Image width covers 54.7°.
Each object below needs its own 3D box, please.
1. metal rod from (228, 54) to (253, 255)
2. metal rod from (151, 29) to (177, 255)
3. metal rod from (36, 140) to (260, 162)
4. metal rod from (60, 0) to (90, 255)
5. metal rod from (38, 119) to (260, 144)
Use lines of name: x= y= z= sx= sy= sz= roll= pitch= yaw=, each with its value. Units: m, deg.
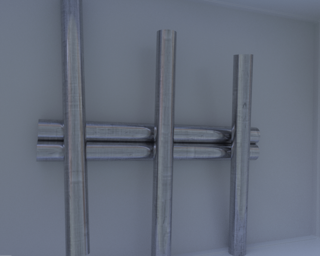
metal rod: x=0.110 y=0.052 z=0.428 sx=0.025 sy=0.025 sz=0.298 roll=-4 pitch=100 yaw=-20
metal rod: x=0.005 y=0.030 z=0.386 sx=0.025 sy=0.025 sz=0.298 roll=2 pitch=90 yaw=-20
metal rod: x=-0.001 y=0.031 z=0.410 sx=0.303 sy=0.025 sz=0.025 roll=2 pitch=90 yaw=-21
metal rod: x=-0.096 y=-0.014 z=0.348 sx=0.025 sy=0.025 sz=0.298 roll=-1 pitch=82 yaw=-20
metal rod: x=0.001 y=0.007 z=0.411 sx=0.303 sy=0.025 sz=0.025 roll=2 pitch=90 yaw=-21
